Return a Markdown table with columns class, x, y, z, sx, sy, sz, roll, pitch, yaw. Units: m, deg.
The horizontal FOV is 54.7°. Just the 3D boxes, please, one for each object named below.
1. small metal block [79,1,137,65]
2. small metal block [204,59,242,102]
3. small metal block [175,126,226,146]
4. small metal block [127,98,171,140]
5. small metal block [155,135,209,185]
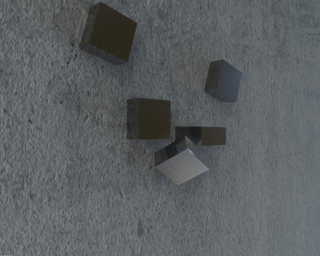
| class | x | y | z | sx | sy | sz | roll | pitch | yaw |
| --- | --- | --- | --- | --- | --- | --- | --- | --- | --- |
| small metal block | -0.059 | -0.106 | 0.355 | 0.050 | 0.025 | 0.050 | 20 | 78 | -38 |
| small metal block | 0.100 | -0.073 | 0.488 | 0.050 | 0.025 | 0.050 | 22 | 76 | -38 |
| small metal block | 0.057 | 0.011 | 0.436 | 0.050 | 0.050 | 0.025 | 1 | 90 | -40 |
| small metal block | -0.014 | -0.011 | 0.393 | 0.050 | 0.025 | 0.050 | 1 | 89 | -40 |
| small metal block | 0.029 | 0.044 | 0.409 | 0.050 | 0.050 | 0.025 | 43 | 27 | -32 |
